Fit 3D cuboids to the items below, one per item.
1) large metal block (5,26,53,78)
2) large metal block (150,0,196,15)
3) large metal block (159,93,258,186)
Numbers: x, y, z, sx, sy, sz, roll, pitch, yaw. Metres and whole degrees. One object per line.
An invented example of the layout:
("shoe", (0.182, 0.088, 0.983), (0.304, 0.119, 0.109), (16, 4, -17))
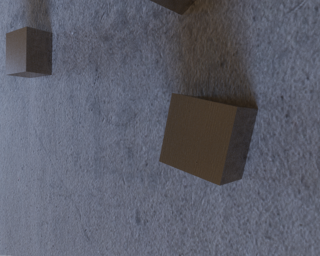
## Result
("large metal block", (-0.251, -0.141, 0.592), (0.080, 0.050, 0.079), (2, 92, 39))
("large metal block", (0.018, -0.186, 0.353), (0.080, 0.081, 0.050), (-40, 66, 33))
("large metal block", (0.052, 0.009, 0.344), (0.080, 0.050, 0.079), (17, 101, 38))
